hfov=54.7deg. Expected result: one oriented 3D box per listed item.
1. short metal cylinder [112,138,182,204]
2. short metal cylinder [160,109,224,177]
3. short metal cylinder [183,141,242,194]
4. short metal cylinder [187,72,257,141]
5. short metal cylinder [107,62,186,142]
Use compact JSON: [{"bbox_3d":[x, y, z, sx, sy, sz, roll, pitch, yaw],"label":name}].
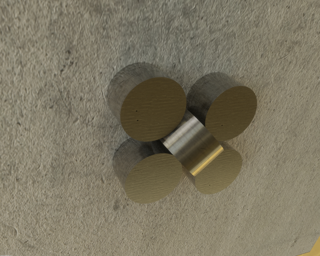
[{"bbox_3d":[-0.017,0.054,0.416,0.081,0.050,0.079,-14,125,-21],"label":"short metal cylinder"},{"bbox_3d":[0.037,0.017,0.405,0.050,0.080,0.080,-43,130,1],"label":"short metal cylinder"},{"bbox_3d":[0.075,0.052,0.466,0.081,0.050,0.079,-14,125,-21],"label":"short metal cylinder"},{"bbox_3d":[0.082,-0.029,0.419,0.081,0.050,0.079,-14,125,-21],"label":"short metal cylinder"},{"bbox_3d":[-0.016,-0.031,0.364,0.081,0.050,0.079,-14,125,-21],"label":"short metal cylinder"}]
